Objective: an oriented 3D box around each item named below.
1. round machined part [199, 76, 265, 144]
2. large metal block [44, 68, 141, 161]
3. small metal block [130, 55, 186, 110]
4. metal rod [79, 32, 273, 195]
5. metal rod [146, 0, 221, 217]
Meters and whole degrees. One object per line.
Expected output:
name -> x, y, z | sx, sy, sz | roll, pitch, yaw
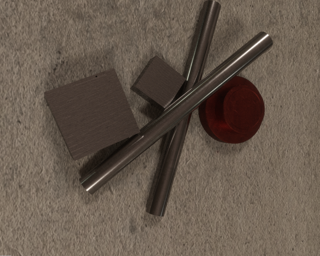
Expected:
round machined part -> 0.109, -0.026, 0.442 | 0.099, 0.042, 0.097 | 0, 90, -21
large metal block -> -0.081, -0.016, 0.366 | 0.081, 0.050, 0.080 | -24, 98, -19
small metal block -> -0.002, -0.058, 0.409 | 0.050, 0.025, 0.050 | 36, 78, -17
metal rod -> 0.025, -0.023, 0.394 | 0.301, 0.025, 0.025 | -39, 103, -7
metal rod -> 0.034, -0.030, 0.422 | 0.025, 0.025, 0.299 | 18, 84, -20
